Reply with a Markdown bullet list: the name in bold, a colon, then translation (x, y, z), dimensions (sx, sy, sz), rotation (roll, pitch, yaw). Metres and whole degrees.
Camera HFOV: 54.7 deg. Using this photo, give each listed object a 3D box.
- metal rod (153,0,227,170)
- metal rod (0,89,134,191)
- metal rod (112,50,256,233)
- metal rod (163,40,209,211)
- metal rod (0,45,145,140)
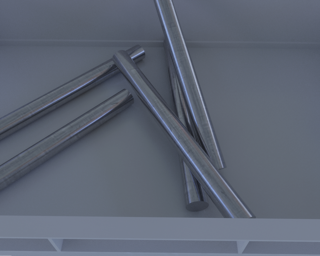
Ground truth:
- **metal rod**: translation (0.028, -0.089, 0.403), dimensions (0.025, 0.025, 0.299), rotation (-13, 75, -11)
- **metal rod**: translation (-0.153, 0.035, 0.374), dimensions (0.302, 0.025, 0.025), rotation (-37, 59, -27)
- **metal rod**: translation (0.010, -0.008, 0.379), dimensions (0.025, 0.025, 0.300), rotation (-22, 52, -18)
- **metal rod**: translation (0.029, -0.030, 0.430), dimensions (0.025, 0.025, 0.300), rotation (-3, 50, -3)
- **metal rod**: translation (-0.142, -0.046, 0.442), dimensions (0.302, 0.025, 0.025), rotation (-36, 59, -27)
